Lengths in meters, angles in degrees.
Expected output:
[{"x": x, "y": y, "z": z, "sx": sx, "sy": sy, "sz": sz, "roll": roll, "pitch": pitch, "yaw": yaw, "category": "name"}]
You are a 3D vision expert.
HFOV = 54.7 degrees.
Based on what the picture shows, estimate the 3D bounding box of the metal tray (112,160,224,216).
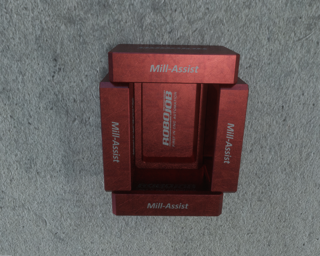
[{"x": 0.009, "y": 0.075, "z": 0.404, "sx": 0.131, "sy": 0.090, "sz": 0.030, "roll": 1, "pitch": 110, "yaw": -1, "category": "metal tray"}]

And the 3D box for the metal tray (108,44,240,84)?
[{"x": 0.014, "y": -0.074, "z": 0.349, "sx": 0.131, "sy": 0.090, "sz": 0.030, "roll": 1, "pitch": 110, "yaw": -1, "category": "metal tray"}]

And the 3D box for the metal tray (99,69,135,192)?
[{"x": -0.048, "y": 0.000, "z": 0.375, "sx": 0.030, "sy": 0.090, "sz": 0.129, "roll": 1, "pitch": 110, "yaw": -1, "category": "metal tray"}]

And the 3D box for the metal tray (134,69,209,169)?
[{"x": 0.013, "y": -0.010, "z": 0.405, "sx": 0.091, "sy": 0.030, "sz": 0.129, "roll": 1, "pitch": 110, "yaw": -1, "category": "metal tray"}]

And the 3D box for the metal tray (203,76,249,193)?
[{"x": 0.075, "y": 0.001, "z": 0.377, "sx": 0.030, "sy": 0.090, "sz": 0.129, "roll": 1, "pitch": 110, "yaw": -1, "category": "metal tray"}]
